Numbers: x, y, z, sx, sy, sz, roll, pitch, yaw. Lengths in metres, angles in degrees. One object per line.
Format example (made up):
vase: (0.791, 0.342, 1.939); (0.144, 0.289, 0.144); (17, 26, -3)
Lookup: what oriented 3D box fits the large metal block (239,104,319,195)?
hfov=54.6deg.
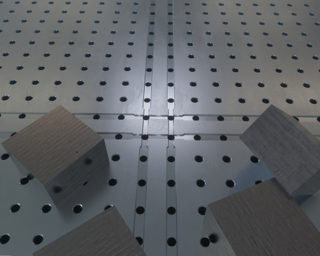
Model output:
large metal block: (0.148, 0.026, 0.343); (0.080, 0.050, 0.080); (15, 32, -49)

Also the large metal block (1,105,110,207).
large metal block: (-0.120, 0.030, 0.366); (0.080, 0.050, 0.080); (34, 58, 25)

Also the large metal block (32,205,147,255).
large metal block: (-0.054, 0.132, 0.280); (0.080, 0.050, 0.080); (-28, 55, -21)

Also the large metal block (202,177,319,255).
large metal block: (0.098, 0.106, 0.303); (0.081, 0.050, 0.080); (-18, 52, -15)
